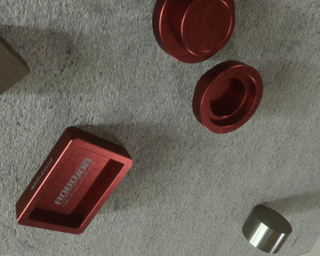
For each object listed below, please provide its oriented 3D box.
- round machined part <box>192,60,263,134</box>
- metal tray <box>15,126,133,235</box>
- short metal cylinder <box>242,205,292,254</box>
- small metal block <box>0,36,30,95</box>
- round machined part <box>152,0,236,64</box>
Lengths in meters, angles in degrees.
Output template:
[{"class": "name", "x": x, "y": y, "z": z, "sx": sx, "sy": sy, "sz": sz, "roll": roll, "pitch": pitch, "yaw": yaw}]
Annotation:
[{"class": "round machined part", "x": 0.086, "y": -0.045, "z": 0.417, "sx": 0.099, "sy": 0.042, "sz": 0.097, "roll": -14, "pitch": 125, "yaw": -21}, {"class": "metal tray", "x": -0.107, "y": 0.070, "z": 0.389, "sx": 0.090, "sy": 0.030, "sz": 0.130, "roll": 28, "pitch": 103, "yaw": -38}, {"class": "short metal cylinder", "x": 0.211, "y": 0.199, "z": 0.613, "sx": 0.081, "sy": 0.080, "sz": 0.050, "roll": 9, "pitch": 114, "yaw": -33}, {"class": "small metal block", "x": -0.159, "y": -0.058, "z": 0.284, "sx": 0.050, "sy": 0.025, "sz": 0.050, "roll": -38, "pitch": 130, "yaw": -3}, {"class": "round machined part", "x": 0.045, "y": -0.119, "z": 0.348, "sx": 0.099, "sy": 0.042, "sz": 0.097, "roll": -14, "pitch": 125, "yaw": -21}]
